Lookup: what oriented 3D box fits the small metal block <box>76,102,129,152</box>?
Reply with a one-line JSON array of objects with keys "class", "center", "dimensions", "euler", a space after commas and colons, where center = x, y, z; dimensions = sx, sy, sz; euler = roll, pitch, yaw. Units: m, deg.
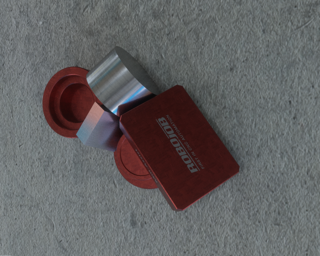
[{"class": "small metal block", "center": [-0.071, 0.000, 0.402], "dimensions": [0.025, 0.050, 0.050], "euler": [41, 104, 40]}]

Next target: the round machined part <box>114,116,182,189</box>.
[{"class": "round machined part", "center": [-0.018, 0.032, 0.406], "dimensions": [0.098, 0.042, 0.097], "euler": [0, 90, 19]}]

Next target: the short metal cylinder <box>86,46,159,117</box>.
[{"class": "short metal cylinder", "center": [-0.046, -0.057, 0.397], "dimensions": [0.050, 0.080, 0.080], "euler": [-39, 78, 16]}]

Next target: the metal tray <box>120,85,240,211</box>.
[{"class": "metal tray", "center": [0.022, 0.022, 0.376], "dimensions": [0.091, 0.030, 0.130], "euler": [-31, 79, -15]}]

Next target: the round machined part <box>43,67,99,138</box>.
[{"class": "round machined part", "center": [-0.113, -0.035, 0.439], "dimensions": [0.098, 0.042, 0.097], "euler": [0, 90, 19]}]
